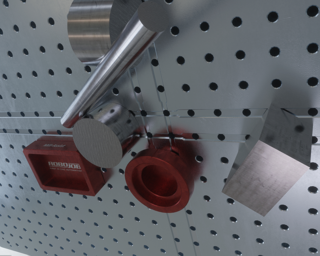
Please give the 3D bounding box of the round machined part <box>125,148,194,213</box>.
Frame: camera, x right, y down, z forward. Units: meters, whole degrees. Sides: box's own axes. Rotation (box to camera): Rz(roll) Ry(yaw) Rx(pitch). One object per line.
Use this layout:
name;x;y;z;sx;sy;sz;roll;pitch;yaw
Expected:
round machined part;0.003;0.070;0.442;0.098;0.042;0.097;13;124;21

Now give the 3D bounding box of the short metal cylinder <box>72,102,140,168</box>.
short metal cylinder;-0.076;0.010;0.441;0.080;0.050;0.079;13;124;21

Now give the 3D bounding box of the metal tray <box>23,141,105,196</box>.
metal tray;-0.167;0.069;0.538;0.130;0.030;0.089;0;119;28

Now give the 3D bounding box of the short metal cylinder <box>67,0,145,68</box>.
short metal cylinder;-0.054;-0.107;0.338;0.050;0.080;0.079;8;122;24

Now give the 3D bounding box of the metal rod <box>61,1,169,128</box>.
metal rod;-0.073;-0.046;0.352;0.025;0.025;0.299;50;150;-8

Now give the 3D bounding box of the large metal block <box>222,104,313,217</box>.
large metal block;0.116;0.033;0.335;0.050;0.080;0.079;30;128;9
